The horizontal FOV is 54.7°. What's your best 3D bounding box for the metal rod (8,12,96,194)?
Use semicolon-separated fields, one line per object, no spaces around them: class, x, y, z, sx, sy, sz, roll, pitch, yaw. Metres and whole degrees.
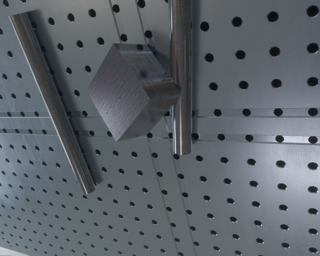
metal rod;-0.158;-0.023;0.480;0.025;0.025;0.298;0;119;28

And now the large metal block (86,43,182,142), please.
large metal block;-0.034;-0.042;0.368;0.080;0.050;0.080;-48;67;39

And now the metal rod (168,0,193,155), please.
metal rod;0.023;-0.099;0.337;0.025;0.025;0.298;11;123;22
